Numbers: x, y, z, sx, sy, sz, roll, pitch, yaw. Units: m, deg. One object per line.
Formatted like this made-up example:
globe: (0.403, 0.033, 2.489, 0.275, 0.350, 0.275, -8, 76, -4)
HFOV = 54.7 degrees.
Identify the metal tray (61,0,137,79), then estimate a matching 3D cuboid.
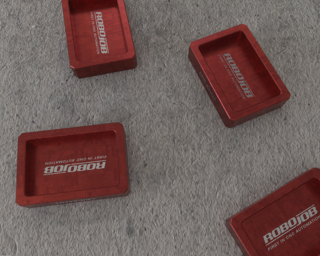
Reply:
metal tray: (-0.090, -0.143, 0.456, 0.091, 0.030, 0.130, -11, 70, -4)

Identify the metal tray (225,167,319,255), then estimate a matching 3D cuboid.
metal tray: (0.156, 0.116, 0.363, 0.131, 0.030, 0.090, -28, 73, -10)

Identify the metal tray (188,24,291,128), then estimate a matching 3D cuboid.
metal tray: (0.107, -0.075, 0.433, 0.091, 0.030, 0.130, -22, 72, -8)

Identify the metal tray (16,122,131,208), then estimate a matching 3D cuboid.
metal tray: (-0.107, 0.046, 0.387, 0.131, 0.030, 0.090, -7, 70, -3)
